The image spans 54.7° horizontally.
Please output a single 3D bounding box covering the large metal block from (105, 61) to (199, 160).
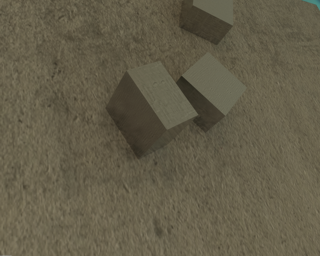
[{"bbox_3d":[-0.013,-0.020,0.375,0.050,0.080,0.080,-25,76,-37],"label":"large metal block"}]

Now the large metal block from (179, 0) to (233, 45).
[{"bbox_3d":[0.085,-0.210,0.564,0.080,0.050,0.080,20,54,-17],"label":"large metal block"}]

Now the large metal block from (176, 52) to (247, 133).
[{"bbox_3d":[0.070,-0.054,0.460,0.080,0.050,0.080,43,51,1],"label":"large metal block"}]
